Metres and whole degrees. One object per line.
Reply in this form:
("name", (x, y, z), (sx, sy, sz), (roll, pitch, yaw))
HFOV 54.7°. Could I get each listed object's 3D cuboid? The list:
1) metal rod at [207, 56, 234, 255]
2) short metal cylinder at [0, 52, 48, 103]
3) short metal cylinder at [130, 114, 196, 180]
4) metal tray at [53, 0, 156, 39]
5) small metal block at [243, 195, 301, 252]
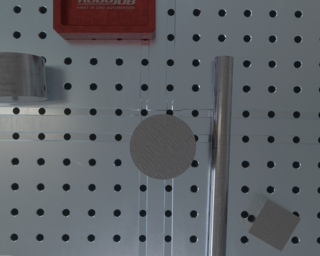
("metal rod", (0.080, 0.055, 0.413), (0.025, 0.025, 0.298), (2, 90, 0))
("short metal cylinder", (-0.184, -0.059, 0.384), (0.081, 0.080, 0.050), (-4, 90, 0))
("short metal cylinder", (0.004, 0.023, 0.401), (0.081, 0.050, 0.079), (0, 90, 0))
("metal tray", (-0.071, -0.166, 0.409), (0.131, 0.030, 0.089), (0, 90, 0))
("small metal block", (0.149, 0.127, 0.415), (0.050, 0.025, 0.050), (31, 90, 0))
